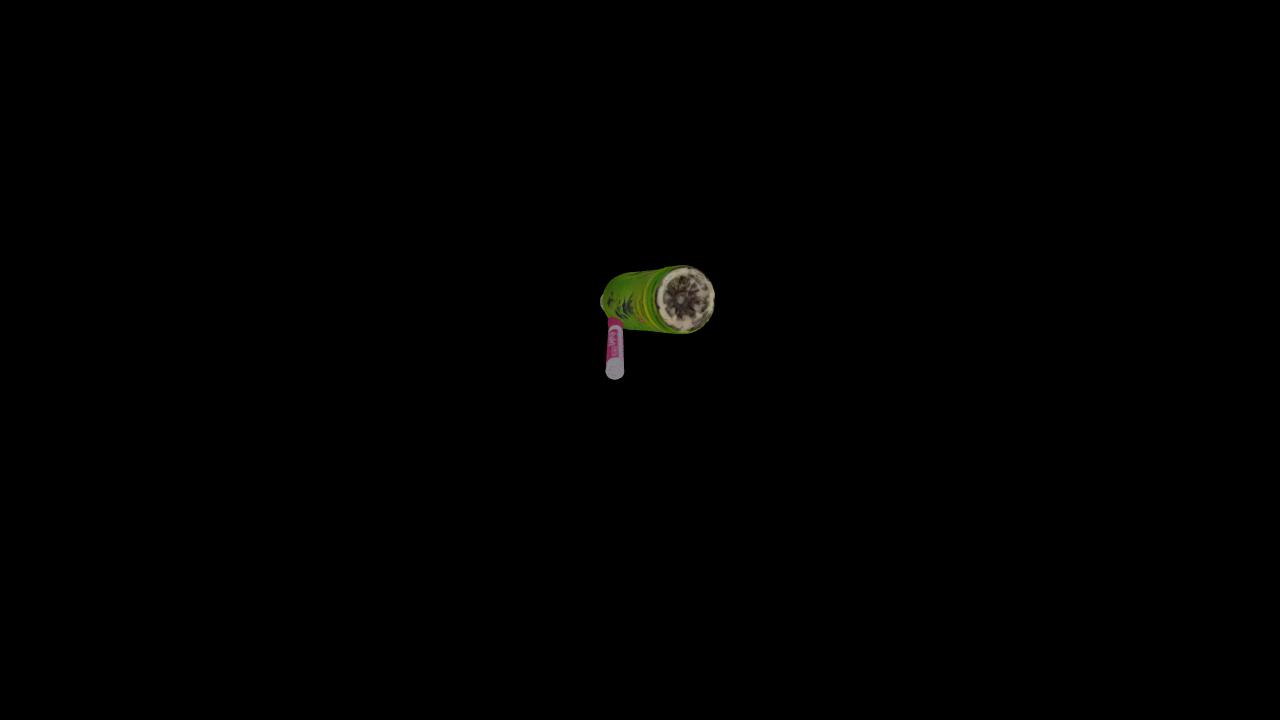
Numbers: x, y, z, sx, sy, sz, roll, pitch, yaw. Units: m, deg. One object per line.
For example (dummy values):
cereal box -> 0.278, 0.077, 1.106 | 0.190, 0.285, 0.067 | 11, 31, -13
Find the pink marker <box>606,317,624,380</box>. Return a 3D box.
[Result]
pink marker -> -0.027, -0.018, 0.672 | 0.020, 0.020, 0.121 | 0, 30, -2

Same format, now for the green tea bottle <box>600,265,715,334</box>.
green tea bottle -> 0.005, -0.066, 0.696 | 0.073, 0.073, 0.212 | 0, 2, -23
